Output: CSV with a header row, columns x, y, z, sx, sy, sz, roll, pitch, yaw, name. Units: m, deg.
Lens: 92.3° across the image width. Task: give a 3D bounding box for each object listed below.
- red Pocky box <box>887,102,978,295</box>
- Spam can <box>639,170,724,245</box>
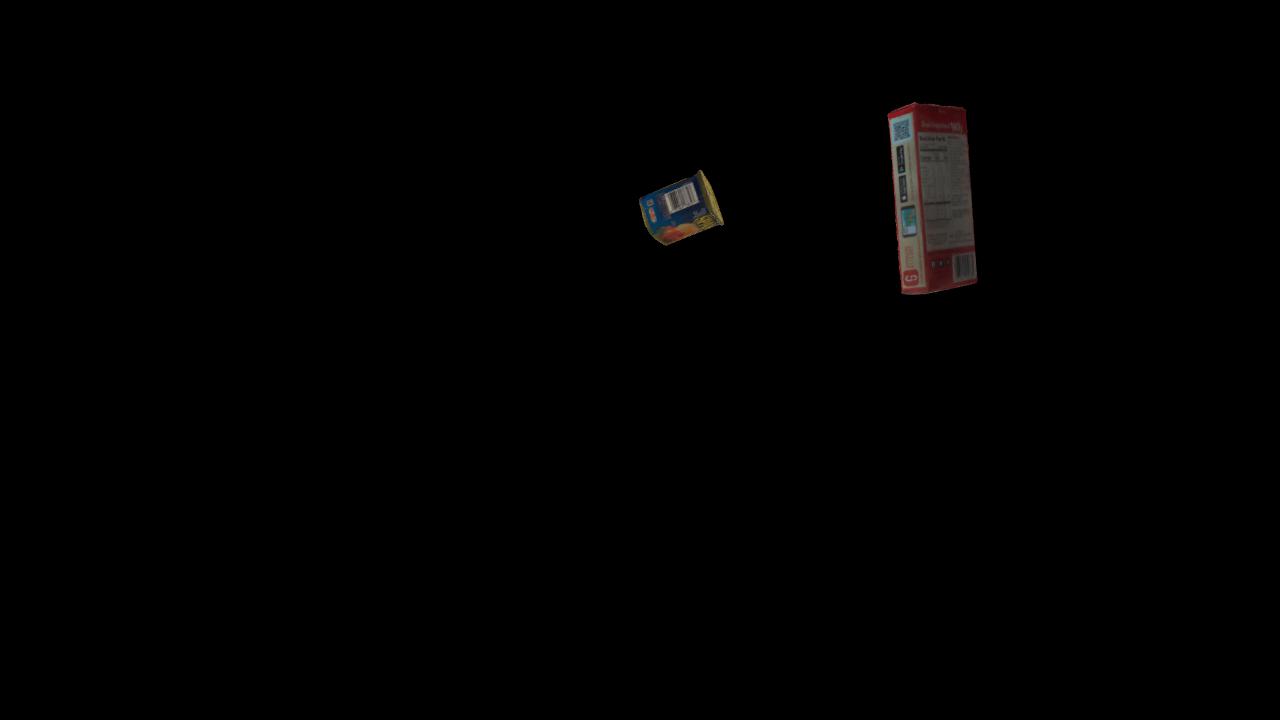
x,y,z,sx,sy,sz,roll,pitch,yaw,name
0.255,-0.138,0.533,0.083,0.155,0.028,-11,8,-32,red Pocky box
0.053,-0.190,0.783,0.085,0.058,0.101,-19,-5,15,Spam can
